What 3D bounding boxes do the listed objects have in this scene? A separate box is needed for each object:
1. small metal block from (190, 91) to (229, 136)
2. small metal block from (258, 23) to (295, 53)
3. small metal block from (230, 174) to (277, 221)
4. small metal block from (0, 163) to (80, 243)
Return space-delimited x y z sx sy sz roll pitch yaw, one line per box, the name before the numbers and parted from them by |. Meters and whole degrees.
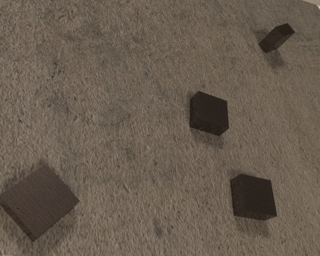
small metal block | 0.072 -0.021 0.458 0.050 0.025 0.050 17 55 -19
small metal block | 0.237 -0.183 0.631 0.050 0.050 0.025 -26 76 -37
small metal block | 0.125 0.094 0.416 0.050 0.025 0.050 15 56 -20
small metal block | -0.116 0.071 0.298 0.050 0.025 0.050 47 51 4
